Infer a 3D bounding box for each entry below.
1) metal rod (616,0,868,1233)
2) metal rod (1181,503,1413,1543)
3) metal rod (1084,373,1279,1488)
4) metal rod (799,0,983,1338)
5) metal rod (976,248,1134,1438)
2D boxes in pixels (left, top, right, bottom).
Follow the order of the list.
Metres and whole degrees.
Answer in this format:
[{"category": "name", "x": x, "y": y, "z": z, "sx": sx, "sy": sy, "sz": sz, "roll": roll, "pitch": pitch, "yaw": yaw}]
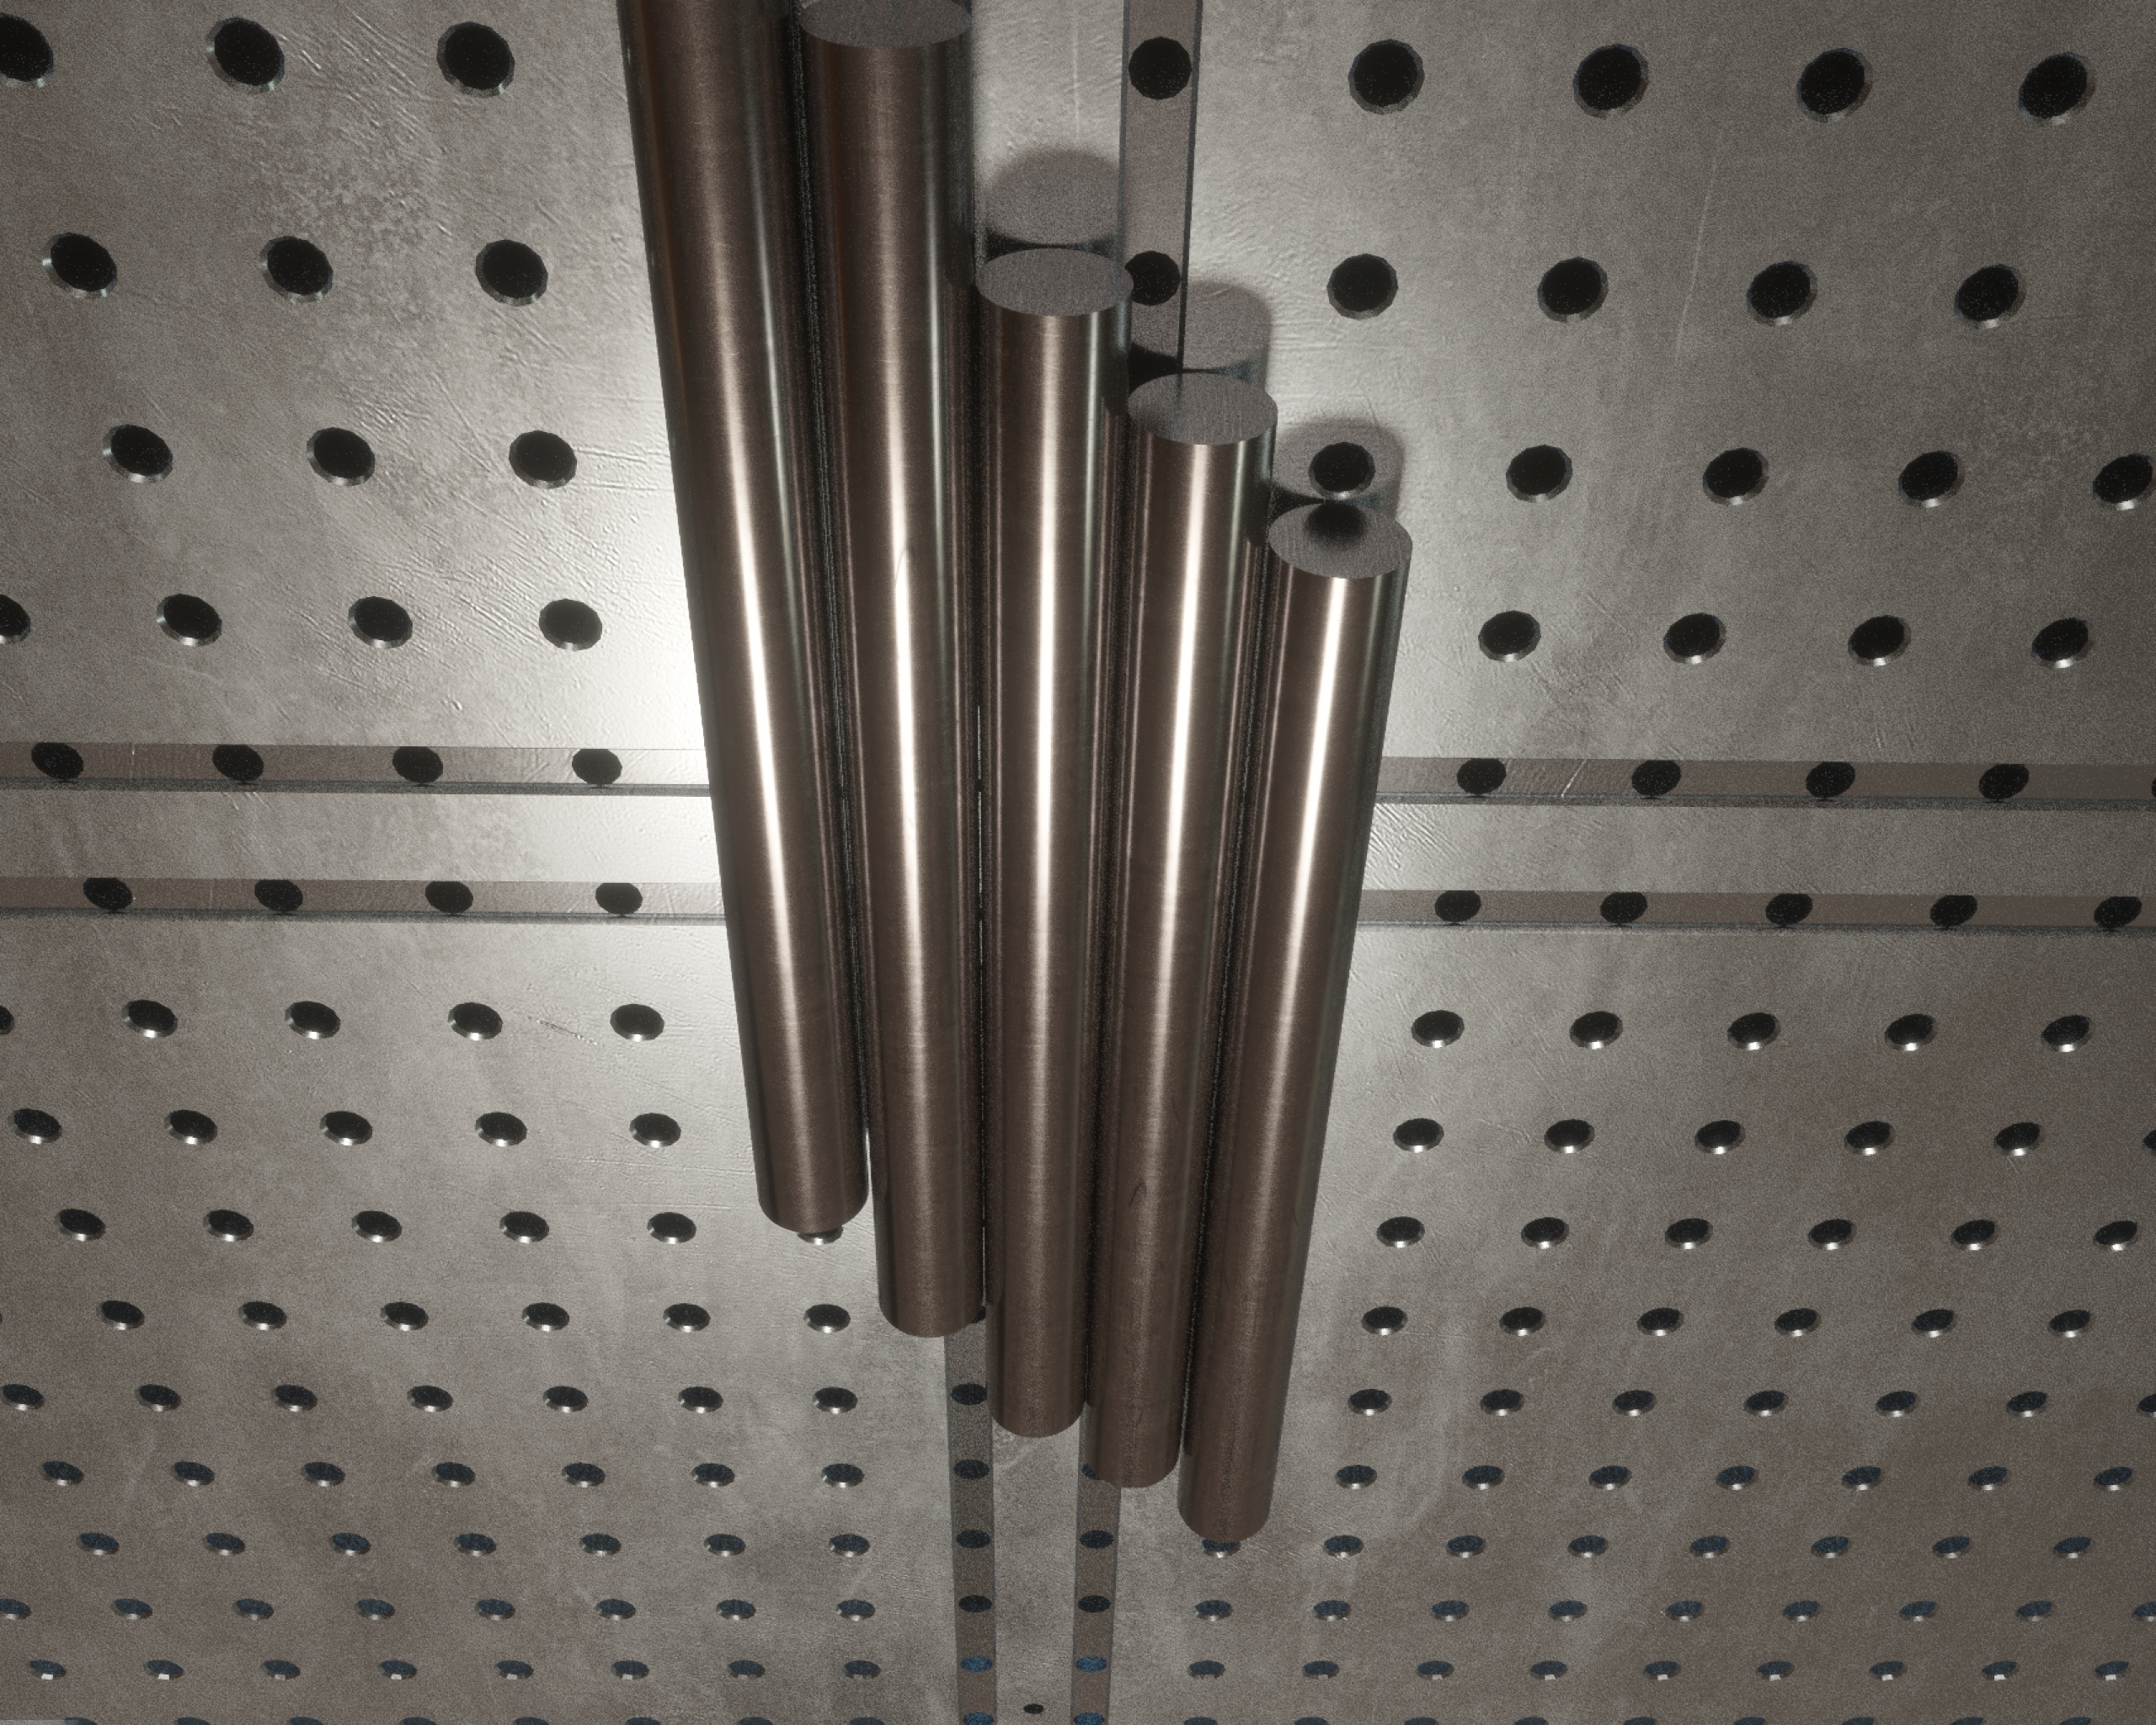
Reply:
[{"category": "metal rod", "x": -0.057, "y": -0.039, "z": 0.377, "sx": 0.025, "sy": 0.025, "sz": 0.298, "roll": 1, "pitch": 130, "yaw": -1}, {"category": "metal rod", "x": 0.042, "y": 0.057, "z": 0.460, "sx": 0.025, "sy": 0.025, "sz": 0.298, "roll": 1, "pitch": 130, "yaw": -1}, {"category": "metal rod", "x": 0.017, "y": 0.038, "z": 0.443, "sx": 0.025, "sy": 0.025, "sz": 0.298, "roll": 1, "pitch": 130, "yaw": -1}, {"category": "metal rod", "x": -0.032, "y": -0.010, "z": 0.401, "sx": 0.025, "sy": 0.025, "sz": 0.298, "roll": 1, "pitch": 130, "yaw": -1}, {"category": "metal rod", "x": -0.007, "y": 0.021, "z": 0.428, "sx": 0.025, "sy": 0.025, "sz": 0.298, "roll": 1, "pitch": 130, "yaw": -1}]
